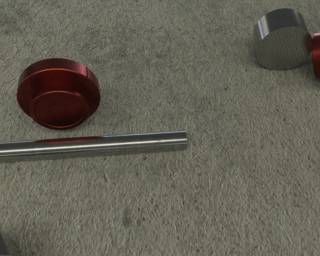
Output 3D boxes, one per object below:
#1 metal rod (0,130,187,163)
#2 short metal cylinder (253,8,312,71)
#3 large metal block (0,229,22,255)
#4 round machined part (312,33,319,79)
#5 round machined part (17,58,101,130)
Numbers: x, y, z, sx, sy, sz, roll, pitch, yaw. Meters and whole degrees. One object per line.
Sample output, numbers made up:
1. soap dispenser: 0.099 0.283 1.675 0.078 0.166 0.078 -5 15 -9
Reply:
1. metal rod: -0.118 0.025 0.381 0.302 0.025 0.025 -4 50 -3
2. short metal cylinder: 0.190 -0.137 0.484 0.080 0.080 0.050 4 50 3
3. large metal block: -0.155 0.147 0.262 0.081 0.050 0.080 -30 56 -23
4. round machined part: 0.253 -0.109 0.457 0.042 0.098 0.098 -1 44 35
5. round machined part: -0.124 -0.035 0.384 0.099 0.097 0.042 -9 51 -7
